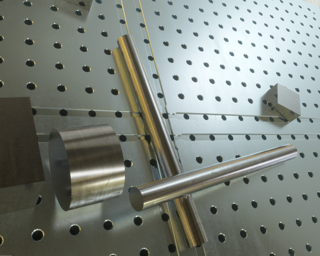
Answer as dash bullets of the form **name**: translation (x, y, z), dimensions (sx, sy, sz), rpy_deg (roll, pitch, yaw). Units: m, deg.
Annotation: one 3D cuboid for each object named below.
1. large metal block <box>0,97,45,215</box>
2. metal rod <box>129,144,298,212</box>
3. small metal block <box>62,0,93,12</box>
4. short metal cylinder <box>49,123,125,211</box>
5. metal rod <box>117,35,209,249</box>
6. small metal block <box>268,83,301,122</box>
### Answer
- **large metal block**: translation (-0.142, 0.028, 0.279), dimensions (0.050, 0.080, 0.080), rpy_deg (-6, 65, -31)
- **metal rod**: translation (0.093, 0.054, 0.402), dimensions (0.302, 0.025, 0.025), rpy_deg (-8, 66, -39)
- **small metal block**: translation (-0.124, -0.212, 0.471), dimensions (0.050, 0.025, 0.050), rpy_deg (18, 55, -18)
- **short metal cylinder**: translation (-0.075, 0.037, 0.310), dimensions (0.050, 0.080, 0.080), rpy_deg (-7, 66, -31)
- **metal rod**: translation (-0.004, 0.001, 0.404), dimensions (0.025, 0.025, 0.299), rpy_deg (-6, 65, -31)
- **small metal block**: translation (0.222, -0.045, 0.555), dimensions (0.050, 0.025, 0.050), rpy_deg (25, 53, -13)
